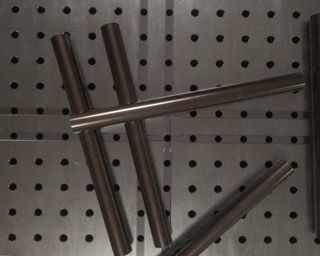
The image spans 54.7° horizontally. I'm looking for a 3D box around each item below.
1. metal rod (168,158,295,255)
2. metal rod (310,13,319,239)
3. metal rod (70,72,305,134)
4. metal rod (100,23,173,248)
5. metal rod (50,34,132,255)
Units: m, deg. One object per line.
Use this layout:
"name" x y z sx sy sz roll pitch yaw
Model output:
"metal rod" 0.057 0.148 0.414 0.300 0.025 0.025 -41 91 -1
"metal rod" 0.219 -0.001 0.416 0.025 0.025 0.298 -2 90 -1
"metal rod" 0.040 -0.034 0.396 0.302 0.025 0.025 -11 90 -7
"metal rod" -0.031 0.010 0.412 0.025 0.025 0.298 -14 90 0
"metal rod" -0.091 0.023 0.412 0.025 0.025 0.298 -16 90 0
